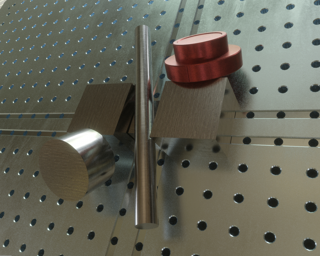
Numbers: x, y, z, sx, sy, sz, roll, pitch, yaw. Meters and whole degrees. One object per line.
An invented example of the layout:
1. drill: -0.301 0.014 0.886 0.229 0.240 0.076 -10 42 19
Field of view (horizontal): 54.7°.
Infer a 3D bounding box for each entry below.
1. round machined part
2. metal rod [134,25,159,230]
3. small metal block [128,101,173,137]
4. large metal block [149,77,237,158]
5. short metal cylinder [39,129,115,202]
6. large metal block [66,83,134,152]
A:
1. round machined part: 0.053 -0.095 0.396 0.098 0.042 0.098 -11 24 5
2. metal rod: -0.020 -0.024 0.400 0.025 0.025 0.299 -16 55 19
3. small metal block: -0.009 -0.009 0.419 0.050 0.025 0.050 1 62 28
4. large metal block: 0.043 -0.012 0.378 0.080 0.050 0.080 1 62 28
5. short metal cylinder: -0.105 0.045 0.392 0.080 0.050 0.079 9 109 27
6. large metal block: -0.073 -0.016 0.441 0.080 0.050 0.080 2 63 29
